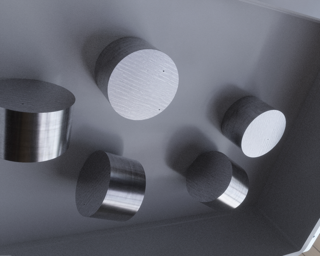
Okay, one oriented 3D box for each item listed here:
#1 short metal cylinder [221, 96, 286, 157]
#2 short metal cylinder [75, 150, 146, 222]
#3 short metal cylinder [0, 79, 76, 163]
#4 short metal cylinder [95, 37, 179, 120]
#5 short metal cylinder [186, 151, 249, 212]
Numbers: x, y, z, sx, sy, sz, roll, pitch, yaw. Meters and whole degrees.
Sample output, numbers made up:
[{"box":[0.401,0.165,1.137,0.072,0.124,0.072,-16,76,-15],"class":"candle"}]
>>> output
[{"box":[0.141,-0.002,0.471,0.081,0.050,0.079,-14,125,-21],"class":"short metal cylinder"},{"box":[-0.062,0.072,0.385,0.050,0.080,0.080,21,107,-37],"class":"short metal cylinder"},{"box":[-0.126,-0.010,0.299,0.081,0.080,0.050,0,118,-29],"class":"short metal cylinder"},{"box":[-0.027,-0.055,0.345,0.081,0.050,0.079,-14,125,-21],"class":"short metal cylinder"},{"box":[0.087,0.081,0.473,0.080,0.080,0.050,-50,129,6],"class":"short metal cylinder"}]
